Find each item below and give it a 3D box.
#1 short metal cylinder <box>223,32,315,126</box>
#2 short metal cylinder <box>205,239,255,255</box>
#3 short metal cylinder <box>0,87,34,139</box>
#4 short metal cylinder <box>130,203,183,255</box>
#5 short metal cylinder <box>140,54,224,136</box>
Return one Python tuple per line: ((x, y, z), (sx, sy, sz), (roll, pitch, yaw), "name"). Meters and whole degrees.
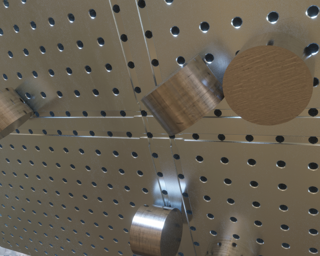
((0.108, -0.049, 0.308), (0.080, 0.050, 0.079), (13, 124, 21), "short metal cylinder")
((0.104, 0.219, 0.476), (0.080, 0.050, 0.079), (13, 124, 21), "short metal cylinder")
((-0.253, -0.021, 0.496), (0.080, 0.080, 0.050), (-33, 100, 38), "short metal cylinder")
((-0.004, 0.160, 0.477), (0.050, 0.080, 0.080), (3, 120, 27), "short metal cylinder")
((0.026, -0.036, 0.340), (0.080, 0.080, 0.050), (-32, 100, 38), "short metal cylinder")
